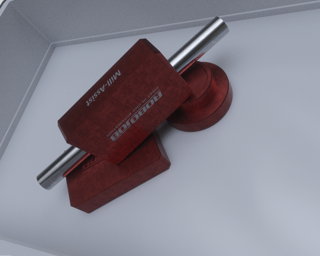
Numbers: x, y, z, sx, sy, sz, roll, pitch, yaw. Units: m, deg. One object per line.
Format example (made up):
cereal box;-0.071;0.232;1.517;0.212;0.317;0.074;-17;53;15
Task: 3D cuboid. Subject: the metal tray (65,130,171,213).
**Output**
metal tray;-0.061;0.041;0.406;0.130;0.030;0.090;-30;52;8

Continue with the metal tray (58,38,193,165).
metal tray;-0.035;-0.023;0.345;0.130;0.090;0.030;-44;54;6

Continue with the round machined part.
round machined part;0.040;-0.048;0.400;0.098;0.042;0.098;-13;56;20

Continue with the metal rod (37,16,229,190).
metal rod;-0.037;-0.028;0.388;0.300;0.025;0.025;-41;51;5

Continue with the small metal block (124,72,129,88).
small metal block;-0.029;-0.050;0.432;0.025;0.050;0.050;-38;51;2
